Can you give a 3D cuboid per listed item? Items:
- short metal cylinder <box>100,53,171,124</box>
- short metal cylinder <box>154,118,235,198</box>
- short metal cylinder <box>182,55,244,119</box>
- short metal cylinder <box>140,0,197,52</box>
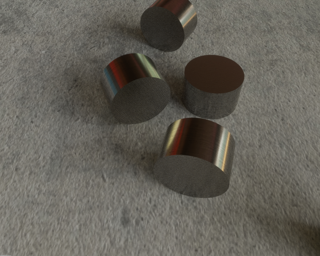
[{"bbox_3d":[-0.033,-0.051,0.410,0.081,0.080,0.050,-17,52,-14],"label":"short metal cylinder"},{"bbox_3d":[0.039,0.034,0.339,0.080,0.080,0.050,12,51,9],"label":"short metal cylinder"},{"bbox_3d":[0.073,-0.058,0.437,0.081,0.050,0.080,0,50,0],"label":"short metal cylinder"},{"bbox_3d":[0.015,-0.175,0.515,0.080,0.080,0.050,22,54,17],"label":"short metal cylinder"}]
